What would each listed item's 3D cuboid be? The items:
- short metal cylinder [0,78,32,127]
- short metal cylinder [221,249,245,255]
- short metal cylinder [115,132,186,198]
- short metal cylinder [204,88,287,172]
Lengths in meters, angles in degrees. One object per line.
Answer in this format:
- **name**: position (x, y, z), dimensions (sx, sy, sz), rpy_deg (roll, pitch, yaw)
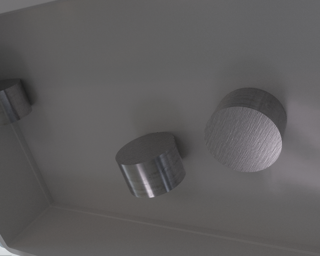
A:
- **short metal cylinder**: position (-0.248, -0.039, 0.480), dimensions (0.080, 0.080, 0.050), rpy_deg (2, 119, 27)
- **short metal cylinder**: position (0.108, 0.228, 0.460), dimensions (0.050, 0.080, 0.079), rpy_deg (15, 125, 20)
- **short metal cylinder**: position (-0.012, 0.047, 0.408), dimensions (0.080, 0.080, 0.050), rpy_deg (-6, 115, 31)
- **short metal cylinder**: position (0.095, 0.002, 0.343), dimensions (0.080, 0.050, 0.079), rpy_deg (13, 124, 21)
